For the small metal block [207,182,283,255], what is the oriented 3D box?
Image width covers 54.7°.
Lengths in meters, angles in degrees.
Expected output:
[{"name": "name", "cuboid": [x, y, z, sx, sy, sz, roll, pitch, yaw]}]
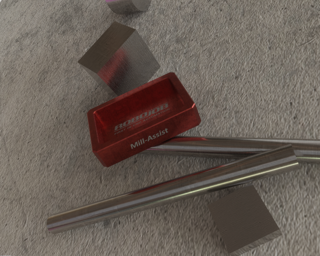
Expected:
[{"name": "small metal block", "cuboid": [0.083, 0.090, 0.305, 0.050, 0.025, 0.050, -30, 52, 8]}]

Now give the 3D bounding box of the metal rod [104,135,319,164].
[{"name": "metal rod", "cuboid": [0.049, 0.022, 0.363, 0.300, 0.025, 0.025, 1, 62, 28]}]

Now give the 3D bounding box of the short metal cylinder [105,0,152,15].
[{"name": "short metal cylinder", "cuboid": [-0.056, -0.245, 0.547, 0.050, 0.080, 0.080, 3, 63, 29]}]

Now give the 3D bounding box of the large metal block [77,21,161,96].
[{"name": "large metal block", "cuboid": [-0.057, -0.093, 0.454, 0.050, 0.080, 0.080, 33, 80, 38]}]

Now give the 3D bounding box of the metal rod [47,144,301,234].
[{"name": "metal rod", "cuboid": [-0.004, 0.075, 0.345, 0.300, 0.025, 0.025, -20, 54, 20]}]

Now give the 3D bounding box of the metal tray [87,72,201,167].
[{"name": "metal tray", "cuboid": [-0.024, -0.014, 0.395, 0.131, 0.030, 0.090, -25, 40, 1]}]
